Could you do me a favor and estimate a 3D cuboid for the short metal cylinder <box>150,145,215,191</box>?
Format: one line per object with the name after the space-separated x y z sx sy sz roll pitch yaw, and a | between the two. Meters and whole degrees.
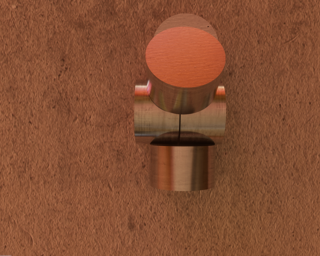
0.027 0.045 0.384 0.081 0.080 0.050 0 90 -1 | short metal cylinder

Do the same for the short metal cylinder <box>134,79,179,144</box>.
-0.004 -0.020 0.384 0.050 0.080 0.079 1 90 -1 | short metal cylinder

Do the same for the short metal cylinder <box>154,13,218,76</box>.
0.031 -0.099 0.400 0.081 0.050 0.079 0 90 -1 | short metal cylinder

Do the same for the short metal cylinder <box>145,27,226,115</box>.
0.025 -0.061 0.333 0.081 0.050 0.080 1 61 -1 | short metal cylinder

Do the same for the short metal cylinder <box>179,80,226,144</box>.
0.049 -0.019 0.384 0.050 0.080 0.079 0 90 0 | short metal cylinder
